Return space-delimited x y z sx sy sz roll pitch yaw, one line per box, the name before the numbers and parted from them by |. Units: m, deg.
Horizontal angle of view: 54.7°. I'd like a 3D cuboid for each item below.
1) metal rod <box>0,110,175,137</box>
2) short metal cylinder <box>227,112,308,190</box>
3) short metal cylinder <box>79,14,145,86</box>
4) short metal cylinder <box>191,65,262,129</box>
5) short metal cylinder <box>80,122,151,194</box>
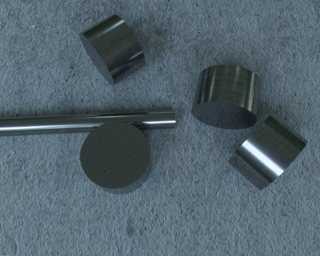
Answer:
metal rod | -0.131 -0.005 0.408 0.302 0.025 0.025 -3 70 -1
short metal cylinder | 0.126 0.028 0.370 0.050 0.080 0.080 43 75 14
short metal cylinder | -0.064 -0.104 0.416 0.050 0.080 0.080 -35 74 -12
short metal cylinder | 0.084 -0.037 0.393 0.080 0.080 0.050 12 71 4
short metal cylinder | -0.052 0.038 0.380 0.081 0.050 0.080 0 70 0
